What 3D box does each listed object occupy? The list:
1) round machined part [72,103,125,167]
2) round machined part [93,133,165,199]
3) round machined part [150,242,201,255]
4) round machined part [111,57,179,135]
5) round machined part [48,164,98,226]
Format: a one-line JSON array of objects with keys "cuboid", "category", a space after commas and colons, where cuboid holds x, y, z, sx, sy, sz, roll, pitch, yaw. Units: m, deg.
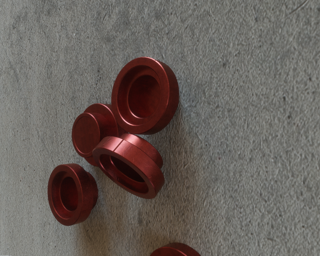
[{"cuboid": [-0.098, 0.011, 0.475, 0.098, 0.042, 0.097, 0, 90, 40], "category": "round machined part"}, {"cuboid": [-0.035, 0.044, 0.401, 0.098, 0.042, 0.098, 26, 148, 18], "category": "round machined part"}, {"cuboid": [0.016, 0.197, 0.381, 0.098, 0.042, 0.097, 0, 90, 40], "category": "round machined part"}, {"cuboid": [-0.014, -0.040, 0.403, 0.098, 0.042, 0.097, -4, 84, 38], "category": "round machined part"}, {"cuboid": [-0.139, 0.107, 0.509, 0.098, 0.042, 0.097, 0, 90, 40], "category": "round machined part"}]
